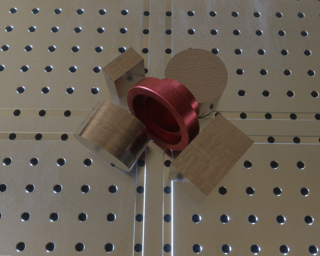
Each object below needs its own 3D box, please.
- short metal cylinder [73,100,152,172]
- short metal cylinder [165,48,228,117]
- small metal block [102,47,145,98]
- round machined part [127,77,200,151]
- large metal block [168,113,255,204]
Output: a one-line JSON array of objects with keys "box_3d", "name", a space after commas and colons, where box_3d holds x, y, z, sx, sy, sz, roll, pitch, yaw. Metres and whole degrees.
[{"box_3d": [-0.057, 0.010, 0.378, 0.080, 0.080, 0.050, 29, 73, 10], "name": "short metal cylinder"}, {"box_3d": [0.047, -0.060, 0.420, 0.081, 0.050, 0.080, 0, 70, 0], "name": "short metal cylinder"}, {"box_3d": [-0.048, -0.075, 0.425, 0.050, 0.050, 0.025, -40, 75, -13], "name": "small metal block"}, {"box_3d": [0.009, -0.022, 0.381, 0.098, 0.098, 0.042, 39, 62, 12], "name": "round machined part"}, {"box_3d": [0.057, 0.040, 0.369, 0.050, 0.080, 0.080, 42, 75, 13], "name": "large metal block"}]
